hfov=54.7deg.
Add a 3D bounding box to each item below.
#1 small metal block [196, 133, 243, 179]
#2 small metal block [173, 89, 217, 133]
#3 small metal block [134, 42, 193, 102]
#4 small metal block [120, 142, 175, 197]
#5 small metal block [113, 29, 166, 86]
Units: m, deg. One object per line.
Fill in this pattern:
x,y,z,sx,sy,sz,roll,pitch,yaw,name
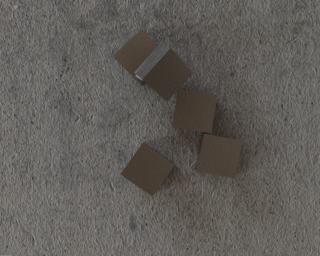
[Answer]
0.077,0.036,0.410,0.050,0.025,0.050,11,90,0,small metal block
0.045,-0.022,0.410,0.050,0.025,0.050,9,90,0,small metal block
0.005,-0.070,0.391,0.050,0.025,0.050,-48,130,3,small metal block
-0.016,0.053,0.410,0.050,0.025,0.050,35,90,0,small metal block
-0.024,-0.092,0.410,0.050,0.025,0.050,-44,90,0,small metal block
